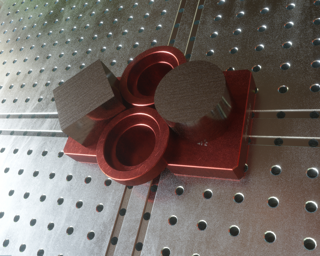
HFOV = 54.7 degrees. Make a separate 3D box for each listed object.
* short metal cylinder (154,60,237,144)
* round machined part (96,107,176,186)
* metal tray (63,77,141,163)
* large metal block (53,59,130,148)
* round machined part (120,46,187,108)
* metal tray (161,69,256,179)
[{"bbox_3d":[0.041,-0.029,0.349,0.080,0.050,0.080,-13,56,21],"label":"short metal cylinder"},{"bbox_3d":[-0.026,0.025,0.384,0.098,0.042,0.098,-13,56,21],"label":"round machined part"},{"bbox_3d":[-0.077,-0.014,0.454,0.090,0.030,0.130,1,62,27],"label":"metal tray"},{"bbox_3d":[-0.092,-0.034,0.423,0.080,0.050,0.080,-32,52,7],"label":"large metal block"},{"bbox_3d":[-0.002,-0.061,0.424,0.098,0.042,0.098,-13,56,21],"label":"round machined part"},{"bbox_3d":[0.061,-0.008,0.375,0.090,0.030,0.130,1,62,28],"label":"metal tray"}]
